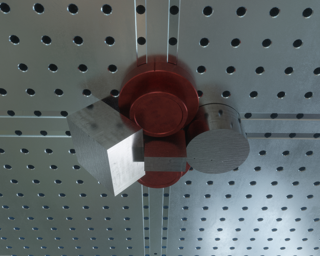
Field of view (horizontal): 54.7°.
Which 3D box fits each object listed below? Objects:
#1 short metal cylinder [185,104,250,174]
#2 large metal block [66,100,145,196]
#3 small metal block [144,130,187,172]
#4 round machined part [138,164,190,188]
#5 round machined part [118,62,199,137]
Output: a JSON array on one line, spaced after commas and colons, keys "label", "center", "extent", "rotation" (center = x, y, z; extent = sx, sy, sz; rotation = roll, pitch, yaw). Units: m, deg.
[{"label": "short metal cylinder", "center": [0.072, 0.015, 0.407], "extent": [0.081, 0.050, 0.079], "rotation": [0, 130, 0]}, {"label": "large metal block", "center": [-0.066, 0.024, 0.387], "extent": [0.050, 0.080, 0.079], "rotation": [-33, 140, -32]}, {"label": "small metal block", "center": [0.006, 0.027, 0.390], "extent": [0.050, 0.050, 0.025], "rotation": [1, 130, -1]}, {"label": "round machined part", "center": [-0.003, 0.049, 0.442], "extent": [0.099, 0.042, 0.097], "rotation": [0, 130, 0]}, {"label": "round machined part", "center": [-0.002, -0.027, 0.377], "extent": [0.099, 0.042, 0.097], "rotation": [0, 130, 0]}]
